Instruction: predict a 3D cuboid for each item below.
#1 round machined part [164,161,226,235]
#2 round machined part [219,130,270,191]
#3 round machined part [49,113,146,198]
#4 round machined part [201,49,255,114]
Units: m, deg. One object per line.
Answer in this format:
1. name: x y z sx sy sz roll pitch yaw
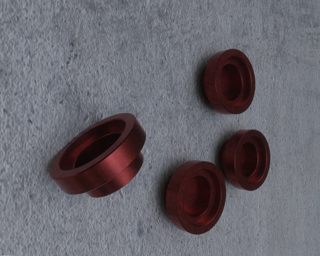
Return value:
1. round machined part: 0.045 0.093 0.431 0.099 0.042 0.097 0 90 -40
2. round machined part: 0.135 0.051 0.507 0.099 0.042 0.097 0 90 -40
3. round machined part: -0.056 0.031 0.310 0.098 0.098 0.042 -46 118 -30
4. round machined part: 0.101 -0.069 0.478 0.099 0.042 0.097 0 90 -40
